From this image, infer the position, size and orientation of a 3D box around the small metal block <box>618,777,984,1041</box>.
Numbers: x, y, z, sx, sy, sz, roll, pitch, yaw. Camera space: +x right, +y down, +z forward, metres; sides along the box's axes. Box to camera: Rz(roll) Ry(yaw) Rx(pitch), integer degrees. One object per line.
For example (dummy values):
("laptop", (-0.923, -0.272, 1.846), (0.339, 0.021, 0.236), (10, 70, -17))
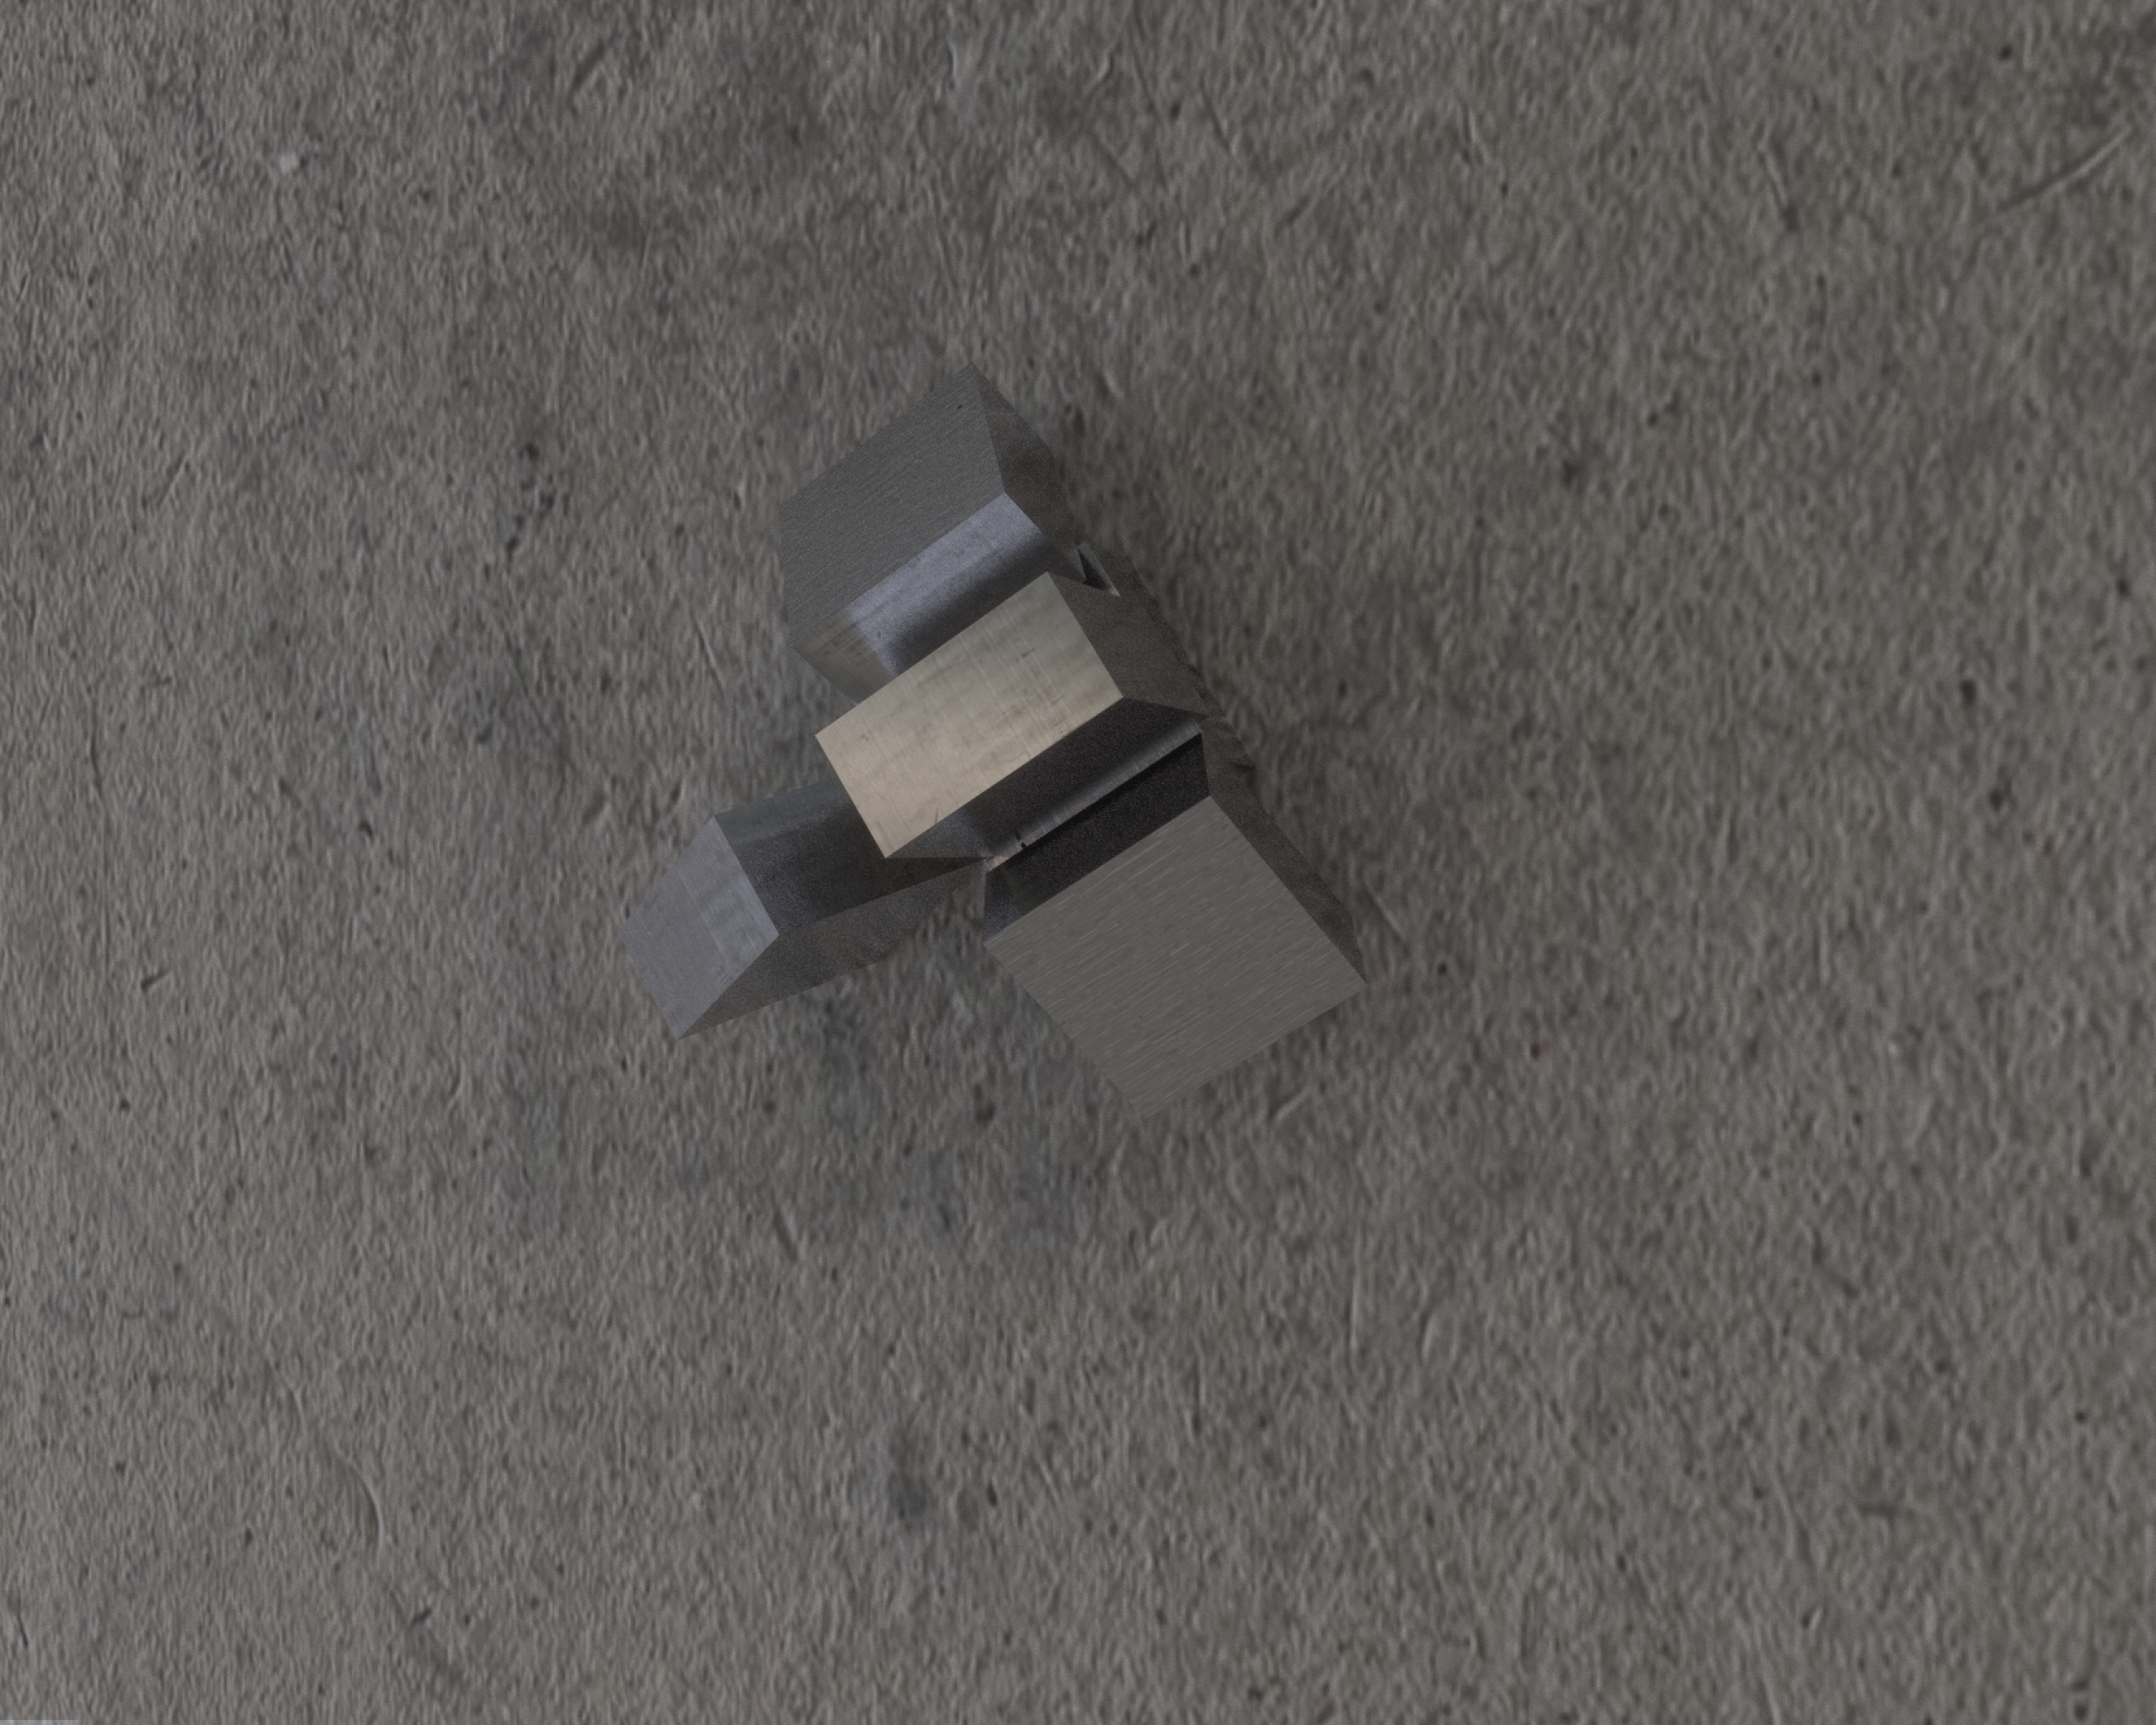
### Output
("small metal block", (-0.054, 0.006, 0.405), (0.050, 0.050, 0.025), (-41, 75, 48))

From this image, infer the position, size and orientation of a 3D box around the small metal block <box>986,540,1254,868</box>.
("small metal block", (-0.002, -0.027, 0.410), (0.050, 0.025, 0.050), (-33, 79, 17))

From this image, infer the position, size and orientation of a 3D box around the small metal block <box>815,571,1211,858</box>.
("small metal block", (-0.010, -0.025, 0.373), (0.050, 0.050, 0.025), (-33, 79, 17))

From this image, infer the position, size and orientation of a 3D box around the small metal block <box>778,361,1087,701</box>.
("small metal block", (-0.030, -0.062, 0.405), (0.050, 0.025, 0.050), (-33, 39, 17))

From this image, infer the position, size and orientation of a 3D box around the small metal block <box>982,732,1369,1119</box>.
("small metal block", (0.018, 0.012, 0.390), (0.050, 0.025, 0.050), (-33, 115, 17))
